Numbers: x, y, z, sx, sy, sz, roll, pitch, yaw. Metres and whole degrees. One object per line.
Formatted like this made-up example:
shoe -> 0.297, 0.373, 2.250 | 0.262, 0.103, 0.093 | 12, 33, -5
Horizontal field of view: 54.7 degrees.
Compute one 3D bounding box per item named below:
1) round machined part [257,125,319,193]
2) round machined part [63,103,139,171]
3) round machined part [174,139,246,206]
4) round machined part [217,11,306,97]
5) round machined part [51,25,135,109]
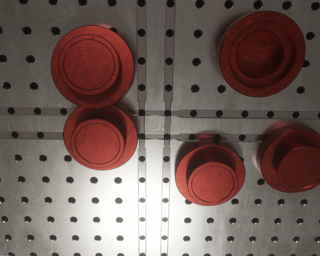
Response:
round machined part -> 0.188, 0.048, 0.425 | 0.099, 0.042, 0.097 | 0, 110, -1
round machined part -> -0.078, 0.013, 0.408 | 0.099, 0.042, 0.097 | 0, 110, -1
round machined part -> 0.070, 0.068, 0.431 | 0.099, 0.042, 0.097 | 0, 110, -1
round machined part -> 0.117, -0.089, 0.373 | 0.099, 0.042, 0.097 | 0, 110, -1
round machined part -> -0.079, -0.072, 0.364 | 0.099, 0.042, 0.097 | 0, 94, -1
